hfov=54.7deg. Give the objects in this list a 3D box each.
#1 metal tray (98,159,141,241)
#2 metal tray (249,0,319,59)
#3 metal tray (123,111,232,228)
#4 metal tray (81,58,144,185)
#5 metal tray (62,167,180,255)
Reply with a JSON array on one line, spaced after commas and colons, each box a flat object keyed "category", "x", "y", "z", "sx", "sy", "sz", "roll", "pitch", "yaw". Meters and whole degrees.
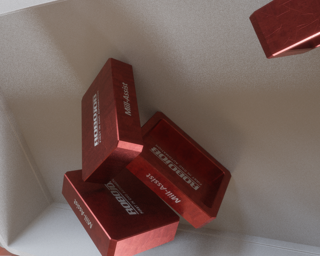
[{"category": "metal tray", "x": -0.068, "y": 0.104, "z": 0.480, "sx": 0.090, "sy": 0.030, "sz": 0.129, "roll": 17, "pitch": 107, "yaw": 18}, {"category": "metal tray", "x": 0.129, "y": -0.085, "z": 0.218, "sx": 0.090, "sy": 0.131, "sz": 0.030, "roll": -23, "pitch": 89, "yaw": 36}, {"category": "metal tray", "x": 0.022, "y": 0.047, "z": 0.383, "sx": 0.130, "sy": 0.090, "sz": 0.030, "roll": 41, "pitch": 127, "yaw": 0}, {"category": "metal tray", "x": -0.063, "y": -0.009, "z": 0.376, "sx": 0.030, "sy": 0.130, "sz": 0.090, "roll": 15, "pitch": 138, "yaw": -32}, {"category": "metal tray", "x": -0.051, "y": 0.093, "z": 0.374, "sx": 0.130, "sy": 0.091, "sz": 0.030, "roll": 36, "pitch": 121, "yaw": 44}]
